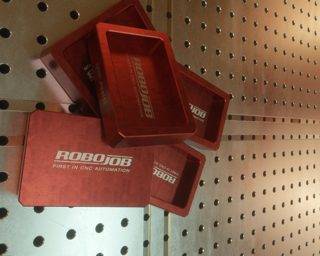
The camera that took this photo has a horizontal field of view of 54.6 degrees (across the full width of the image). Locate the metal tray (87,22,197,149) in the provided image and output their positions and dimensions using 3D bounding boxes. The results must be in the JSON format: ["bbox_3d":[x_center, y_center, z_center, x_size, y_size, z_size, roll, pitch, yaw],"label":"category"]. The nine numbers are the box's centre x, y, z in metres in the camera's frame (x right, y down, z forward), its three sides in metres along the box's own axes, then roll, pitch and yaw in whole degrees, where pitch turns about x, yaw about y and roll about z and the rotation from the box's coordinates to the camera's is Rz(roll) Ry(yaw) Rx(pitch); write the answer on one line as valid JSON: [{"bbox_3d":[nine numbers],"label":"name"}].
[{"bbox_3d":[-0.020,-0.046,0.332,0.091,0.030,0.130,-2,67,-33],"label":"metal tray"}]

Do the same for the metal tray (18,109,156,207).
[{"bbox_3d":[-0.072,0.034,0.323,0.131,0.030,0.090,8,86,-26],"label":"metal tray"}]

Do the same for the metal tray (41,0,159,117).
[{"bbox_3d":[-0.055,-0.083,0.357,0.131,0.030,0.090,-47,117,-29],"label":"metal tray"}]

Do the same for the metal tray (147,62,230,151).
[{"bbox_3d":[0.041,-0.028,0.437,0.131,0.030,0.090,23,76,-38],"label":"metal tray"}]

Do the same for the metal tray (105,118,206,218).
[{"bbox_3d":[-0.003,0.053,0.401,0.130,0.030,0.090,32,71,-35],"label":"metal tray"}]
